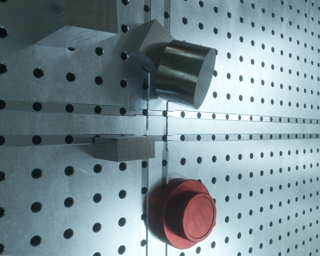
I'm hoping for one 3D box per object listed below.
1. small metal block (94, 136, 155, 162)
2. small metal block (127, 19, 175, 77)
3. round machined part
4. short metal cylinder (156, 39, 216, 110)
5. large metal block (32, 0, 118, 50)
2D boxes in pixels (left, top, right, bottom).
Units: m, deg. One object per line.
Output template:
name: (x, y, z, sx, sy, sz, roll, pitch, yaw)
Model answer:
small metal block: (-0.041, 0.023, 0.360, 0.050, 0.050, 0.025, -2, 92, -40)
small metal block: (-0.007, -0.104, 0.405, 0.050, 0.025, 0.050, 37, 67, -34)
round machined part: (0.042, 0.121, 0.436, 0.099, 0.042, 0.097, 0, 90, -40)
short metal cylinder: (0.035, -0.069, 0.400, 0.080, 0.050, 0.080, 17, 91, -72)
large metal block: (-0.086, -0.127, 0.302, 0.050, 0.080, 0.079, -4, 93, -40)
